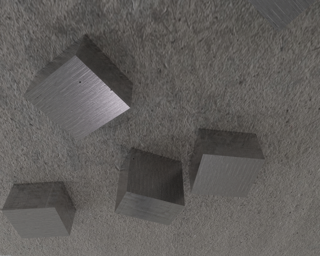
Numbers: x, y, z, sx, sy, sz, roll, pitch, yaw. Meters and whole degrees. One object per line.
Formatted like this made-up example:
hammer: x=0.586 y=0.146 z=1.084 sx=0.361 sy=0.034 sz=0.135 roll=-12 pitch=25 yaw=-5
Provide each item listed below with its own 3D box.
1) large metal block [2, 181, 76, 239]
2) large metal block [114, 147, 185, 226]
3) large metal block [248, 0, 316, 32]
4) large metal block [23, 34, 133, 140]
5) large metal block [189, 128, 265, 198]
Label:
large metal block: x=-0.192 y=0.134 z=0.503 sx=0.080 sy=0.050 sz=0.080 roll=-4 pitch=130 yaw=3
large metal block: x=-0.014 y=0.082 z=0.441 sx=0.081 sy=0.080 sz=0.050 roll=18 pitch=128 yaw=-15
large metal block: x=0.105 y=-0.146 z=0.267 sx=0.080 sy=0.050 sz=0.080 roll=34 pitch=122 yaw=-25
large metal block: x=-0.089 y=-0.044 z=0.353 sx=0.080 sy=0.050 sz=0.080 roll=-30 pitch=124 yaw=23
large metal block: x=0.089 y=0.050 z=0.434 sx=0.081 sy=0.050 sz=0.079 roll=6 pitch=130 yaw=-5
